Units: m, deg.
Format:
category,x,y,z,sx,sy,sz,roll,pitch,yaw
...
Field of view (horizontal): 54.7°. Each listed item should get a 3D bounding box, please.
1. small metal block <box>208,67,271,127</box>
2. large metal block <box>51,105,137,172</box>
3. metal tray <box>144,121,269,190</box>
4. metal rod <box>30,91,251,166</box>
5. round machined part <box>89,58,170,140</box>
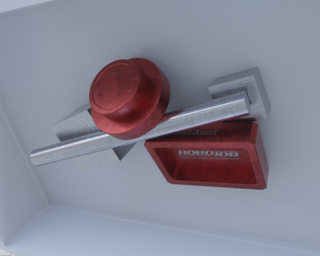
category,x,y,z,sx,sy,sz,roll,pitch,yaw
small metal block,0.088,-0.033,0.339,0.050,0.025,0.050,-12,113,33
large metal block,-0.093,0.009,0.442,0.080,0.050,0.080,-19,109,35
metal tray,0.057,0.035,0.376,0.130,0.030,0.090,-2,137,28
metal rod,-0.043,0.008,0.375,0.300,0.025,0.025,-14,111,26
round machined part,-0.041,-0.039,0.353,0.098,0.098,0.042,-4,157,30
